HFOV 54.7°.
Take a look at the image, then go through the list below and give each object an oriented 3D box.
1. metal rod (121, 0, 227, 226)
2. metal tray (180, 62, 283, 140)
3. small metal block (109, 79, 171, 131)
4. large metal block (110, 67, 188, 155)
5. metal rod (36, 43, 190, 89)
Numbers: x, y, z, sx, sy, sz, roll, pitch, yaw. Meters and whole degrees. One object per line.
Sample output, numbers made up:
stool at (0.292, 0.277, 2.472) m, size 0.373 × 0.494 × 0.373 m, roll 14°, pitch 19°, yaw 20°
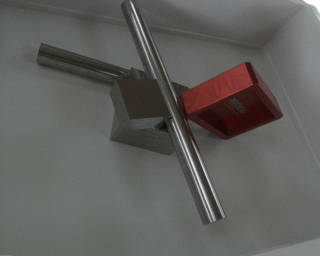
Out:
metal rod at (0.007, -0.036, 0.367) m, size 0.025 × 0.025 × 0.299 m, roll -7°, pitch 65°, yaw -32°
metal tray at (0.096, -0.027, 0.398) m, size 0.130 × 0.090 × 0.030 m, roll 25°, pitch 46°, yaw -54°
small metal block at (-0.022, -0.027, 0.345) m, size 0.050 × 0.025 × 0.050 m, roll -7°, pitch 65°, yaw -32°
large metal block at (-0.012, -0.020, 0.395) m, size 0.081 × 0.050 × 0.080 m, roll 17°, pitch 55°, yaw -19°
metal rod at (-0.012, -0.060, 0.436) m, size 0.302 × 0.025 × 0.025 m, roll 14°, pitch 56°, yaw -21°
